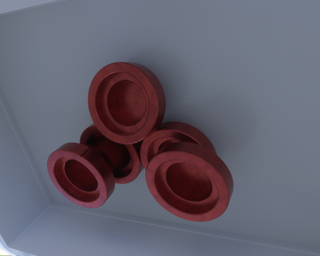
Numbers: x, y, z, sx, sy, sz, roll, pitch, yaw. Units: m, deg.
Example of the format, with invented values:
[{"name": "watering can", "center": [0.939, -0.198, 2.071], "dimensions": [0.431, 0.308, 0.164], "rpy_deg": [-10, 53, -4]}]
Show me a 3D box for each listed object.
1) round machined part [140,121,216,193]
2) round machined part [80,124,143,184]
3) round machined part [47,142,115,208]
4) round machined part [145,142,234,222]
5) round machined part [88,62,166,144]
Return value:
[{"name": "round machined part", "center": [0.027, 0.034, 0.403], "dimensions": [0.098, 0.042, 0.097], "rpy_deg": [13, 124, 21]}, {"name": "round machined part", "center": [-0.063, 0.029, 0.447], "dimensions": [0.098, 0.042, 0.097], "rpy_deg": [13, 124, 21]}, {"name": "round machined part", "center": [-0.105, 0.061, 0.435], "dimensions": [0.098, 0.042, 0.097], "rpy_deg": [13, 124, 21]}, {"name": "round machined part", "center": [0.036, 0.057, 0.358], "dimensions": [0.098, 0.042, 0.097], "rpy_deg": [13, 124, 21]}, {"name": "round machined part", "center": [-0.037, -0.032, 0.383], "dimensions": [0.098, 0.042, 0.097], "rpy_deg": [6, 103, 26]}]
